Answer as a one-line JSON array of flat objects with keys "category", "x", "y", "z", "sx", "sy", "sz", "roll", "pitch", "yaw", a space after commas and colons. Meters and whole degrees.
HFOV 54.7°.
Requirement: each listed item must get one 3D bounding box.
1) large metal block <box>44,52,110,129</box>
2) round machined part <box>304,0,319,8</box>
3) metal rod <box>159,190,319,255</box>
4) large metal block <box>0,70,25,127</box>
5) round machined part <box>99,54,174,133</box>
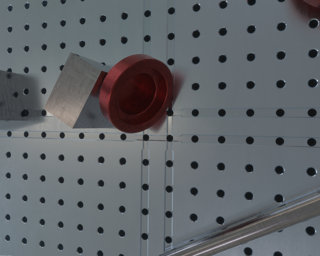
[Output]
[{"category": "large metal block", "x": -0.094, "y": -0.046, "z": 0.417, "sx": 0.050, "sy": 0.080, "sz": 0.080, "roll": 32, "pitch": 101, "yaw": 17}, {"category": "round machined part", "x": 0.193, "y": -0.177, "z": 0.335, "sx": 0.098, "sy": 0.042, "sz": 0.097, "roll": 0, "pitch": 90, "yaw": 20}, {"category": "metal rod", "x": 0.131, "y": 0.111, "z": 0.366, "sx": 0.300, "sy": 0.025, "sz": 0.025, "roll": -28, "pitch": 81, "yaw": 17}, {"category": "large metal block", "x": -0.273, "y": -0.042, "z": 0.495, "sx": 0.080, "sy": 0.050, "sz": 0.080, "roll": -12, "pitch": 86, "yaw": 19}, {"category": "round machined part", "x": -0.033, "y": -0.046, "z": 0.390, "sx": 0.042, "sy": 0.099, "sz": 0.098, "roll": 35, "pitch": 102, "yaw": 40}]
